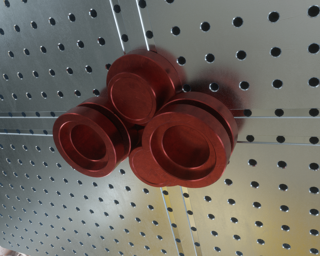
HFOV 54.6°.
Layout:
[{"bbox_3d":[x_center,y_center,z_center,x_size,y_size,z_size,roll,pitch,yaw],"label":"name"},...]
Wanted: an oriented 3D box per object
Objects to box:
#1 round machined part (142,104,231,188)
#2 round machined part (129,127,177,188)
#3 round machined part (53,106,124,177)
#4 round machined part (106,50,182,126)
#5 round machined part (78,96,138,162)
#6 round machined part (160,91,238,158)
[{"bbox_3d":[0.032,0.017,0.352,0.098,0.042,0.097,13,124,21],"label":"round machined part"},{"bbox_3d":[-0.004,0.043,0.428,0.098,0.042,0.097,13,124,21],"label":"round machined part"},{"bbox_3d":[-0.090,0.015,0.415,0.098,0.042,0.097,13,124,21],"label":"round machined part"},{"bbox_3d":[-0.026,-0.044,0.387,0.098,0.042,0.097,13,124,21],"label":"round machined part"},{"bbox_3d":[-0.074,0.000,0.439,0.098,0.042,0.097,13,124,21],"label":"round machined part"},{"bbox_3d":[0.045,0.000,0.376,0.098,0.042,0.097,13,124,21],"label":"round machined part"}]
